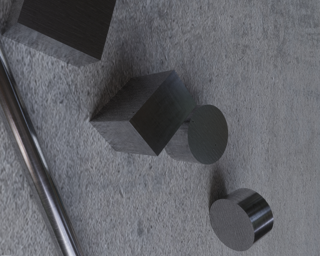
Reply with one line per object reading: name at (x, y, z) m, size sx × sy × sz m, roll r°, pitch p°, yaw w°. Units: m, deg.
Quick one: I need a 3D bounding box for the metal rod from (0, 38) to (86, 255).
metal rod at (-0.118, 0.048, 0.305) m, size 0.025 × 0.025 × 0.298 m, roll -27°, pitch 107°, yaw -37°

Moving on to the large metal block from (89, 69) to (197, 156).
large metal block at (-0.019, -0.017, 0.352) m, size 0.080 × 0.080 × 0.050 m, roll -52°, pitch 121°, yaw -27°

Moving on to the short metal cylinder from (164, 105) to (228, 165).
short metal cylinder at (0.049, 0.009, 0.429) m, size 0.081 × 0.050 × 0.080 m, roll 0°, pitch 90°, yaw -40°

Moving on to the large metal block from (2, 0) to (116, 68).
large metal block at (-0.096, -0.116, 0.307) m, size 0.080 × 0.050 × 0.080 m, roll 20°, pitch 78°, yaw -38°

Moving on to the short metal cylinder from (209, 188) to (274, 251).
short metal cylinder at (0.123, 0.138, 0.472) m, size 0.050 × 0.080 × 0.079 m, roll -15°, pitch 100°, yaw -39°
